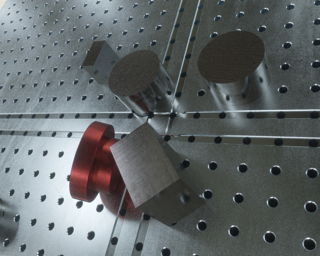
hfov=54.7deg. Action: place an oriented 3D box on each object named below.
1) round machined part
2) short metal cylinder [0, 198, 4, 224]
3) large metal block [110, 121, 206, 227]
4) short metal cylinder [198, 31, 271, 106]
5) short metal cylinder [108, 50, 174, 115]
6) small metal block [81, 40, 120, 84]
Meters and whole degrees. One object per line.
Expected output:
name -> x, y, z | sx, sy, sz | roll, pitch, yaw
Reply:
round machined part -> -0.071, 0.044, 0.380 | 0.042, 0.098, 0.098 | 14, 66, 3
short metal cylinder -> -0.285, 0.132, 0.461 | 0.080, 0.050, 0.080 | -13, 56, 21
large metal block -> -0.002, 0.052, 0.342 | 0.050, 0.080, 0.080 | -35, 51, 5
short metal cylinder -> 0.094, -0.074, 0.388 | 0.080, 0.050, 0.080 | -13, 56, 21
short metal cylinder -> -0.026, -0.065, 0.446 | 0.080, 0.050, 0.080 | -13, 56, 21
small metal block -> -0.094, -0.106, 0.507 | 0.025, 0.050, 0.050 | 4, 64, 30
